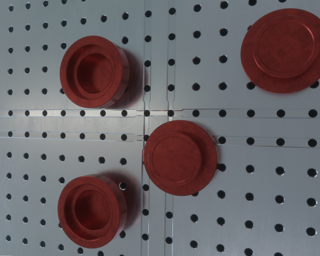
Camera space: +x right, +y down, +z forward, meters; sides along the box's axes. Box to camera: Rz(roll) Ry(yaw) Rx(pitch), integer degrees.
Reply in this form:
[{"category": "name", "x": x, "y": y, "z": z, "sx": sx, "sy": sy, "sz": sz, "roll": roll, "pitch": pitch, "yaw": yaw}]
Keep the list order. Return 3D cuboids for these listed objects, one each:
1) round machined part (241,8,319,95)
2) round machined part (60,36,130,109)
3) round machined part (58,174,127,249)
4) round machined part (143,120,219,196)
[{"category": "round machined part", "x": 0.142, "y": -0.088, "z": 0.353, "sx": 0.098, "sy": 0.042, "sz": 0.097, "roll": 0, "pitch": 90, "yaw": 20}, {"category": "round machined part", "x": -0.087, "y": -0.075, "z": 0.435, "sx": 0.098, "sy": 0.042, "sz": 0.097, "roll": 0, "pitch": 90, "yaw": 20}, {"category": "round machined part", "x": -0.090, "y": 0.113, "z": 0.436, "sx": 0.098, "sy": 0.042, "sz": 0.097, "roll": 0, "pitch": 90, "yaw": 20}, {"category": "round machined part", "x": 0.024, "y": 0.038, "z": 0.395, "sx": 0.098, "sy": 0.042, "sz": 0.097, "roll": 0, "pitch": 90, "yaw": 20}]
